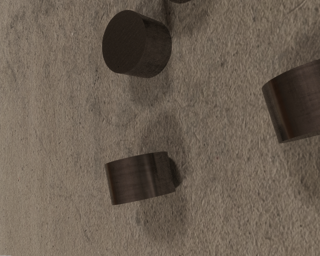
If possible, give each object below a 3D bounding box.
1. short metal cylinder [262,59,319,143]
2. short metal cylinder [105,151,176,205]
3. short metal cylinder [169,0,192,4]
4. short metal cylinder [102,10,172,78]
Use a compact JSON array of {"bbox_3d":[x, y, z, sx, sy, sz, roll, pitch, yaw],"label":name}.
[{"bbox_3d":[0.133,-0.022,0.259,0.080,0.081,0.050,-22,76,37],"label":"short metal cylinder"},{"bbox_3d":[-0.025,0.063,0.388,0.080,0.081,0.050,-20,78,38],"label":"short metal cylinder"},{"bbox_3d":[0.017,-0.199,0.373,0.080,0.050,0.079,0,90,39],"label":"short metal cylinder"},{"bbox_3d":[-0.031,-0.109,0.412,0.080,0.050,0.079,0,90,39],"label":"short metal cylinder"}]
